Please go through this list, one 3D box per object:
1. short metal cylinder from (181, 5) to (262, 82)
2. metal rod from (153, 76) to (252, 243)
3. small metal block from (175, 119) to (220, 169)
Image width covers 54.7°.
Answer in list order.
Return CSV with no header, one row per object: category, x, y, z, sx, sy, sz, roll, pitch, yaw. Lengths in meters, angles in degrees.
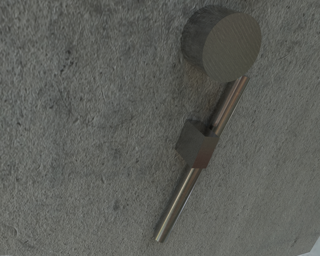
short metal cylinder,0.072,-0.101,0.369,0.081,0.050,0.079,-14,125,-21
metal rod,0.057,0.056,0.474,0.025,0.025,0.298,11,113,-33
small metal block,0.051,0.022,0.434,0.025,0.050,0.050,6,116,-31
